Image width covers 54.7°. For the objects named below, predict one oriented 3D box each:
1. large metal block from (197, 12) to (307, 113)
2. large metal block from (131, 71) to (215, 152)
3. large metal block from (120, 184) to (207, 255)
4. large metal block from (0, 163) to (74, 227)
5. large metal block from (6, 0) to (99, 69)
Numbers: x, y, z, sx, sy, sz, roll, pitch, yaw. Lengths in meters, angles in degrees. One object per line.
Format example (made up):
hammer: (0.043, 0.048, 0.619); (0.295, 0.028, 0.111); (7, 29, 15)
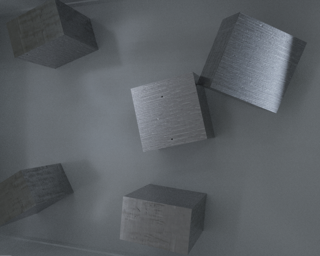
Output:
large metal block: (0.099, -0.070, 0.344); (0.080, 0.050, 0.080); (19, 97, -12)
large metal block: (0.017, -0.018, 0.390); (0.080, 0.050, 0.080); (-13, 86, 19)
large metal block: (0.007, 0.106, 0.378); (0.080, 0.080, 0.050); (6, 92, 19)
large metal block: (-0.188, 0.095, 0.446); (0.080, 0.080, 0.050); (-30, 80, 17)
large metal block: (-0.147, -0.127, 0.431); (0.080, 0.080, 0.050); (-18, 84, 19)
